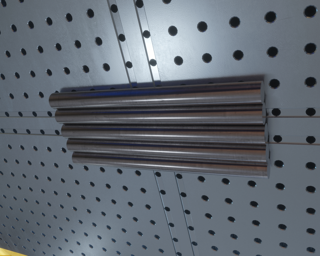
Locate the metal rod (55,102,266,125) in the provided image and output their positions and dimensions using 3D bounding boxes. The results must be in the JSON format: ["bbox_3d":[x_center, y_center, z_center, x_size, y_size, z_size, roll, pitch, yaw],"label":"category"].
[{"bbox_3d":[-0.019,-0.017,0.409,0.301,0.025,0.025,1,119,27],"label":"metal rod"}]

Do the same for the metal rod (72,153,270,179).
[{"bbox_3d":[-0.003,0.048,0.441,0.300,0.025,0.025,0,119,27],"label":"metal rod"}]

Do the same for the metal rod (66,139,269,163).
[{"bbox_3d":[-0.008,0.027,0.431,0.301,0.025,0.025,1,119,27],"label":"metal rod"}]

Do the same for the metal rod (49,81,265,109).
[{"bbox_3d":[-0.024,-0.039,0.398,0.301,0.025,0.025,1,119,27],"label":"metal rod"}]

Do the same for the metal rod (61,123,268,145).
[{"bbox_3d":[-0.013,0.005,0.420,0.301,0.025,0.025,1,119,27],"label":"metal rod"}]
